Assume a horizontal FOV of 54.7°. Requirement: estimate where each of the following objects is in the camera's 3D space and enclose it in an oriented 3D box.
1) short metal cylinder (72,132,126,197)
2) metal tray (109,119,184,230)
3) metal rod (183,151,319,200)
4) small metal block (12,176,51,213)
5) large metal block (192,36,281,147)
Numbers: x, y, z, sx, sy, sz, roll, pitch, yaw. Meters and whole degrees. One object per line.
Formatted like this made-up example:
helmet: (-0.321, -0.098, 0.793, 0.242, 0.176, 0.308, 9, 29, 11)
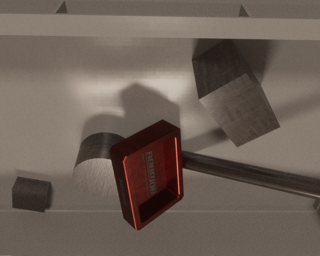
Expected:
short metal cylinder: (-0.077, 0.052, 0.436, 0.081, 0.050, 0.079, 0, 130, 0)
metal tray: (-0.012, 0.064, 0.415, 0.091, 0.030, 0.129, -29, 130, -31)
metal rod: (0.162, 0.069, 0.386, 0.301, 0.025, 0.025, 10, 135, 25)
small metal block: (-0.207, 0.108, 0.498, 0.050, 0.025, 0.050, 12, 129, -11)
large metal block: (0.081, -0.040, 0.340, 0.050, 0.080, 0.080, -29, 125, 22)
